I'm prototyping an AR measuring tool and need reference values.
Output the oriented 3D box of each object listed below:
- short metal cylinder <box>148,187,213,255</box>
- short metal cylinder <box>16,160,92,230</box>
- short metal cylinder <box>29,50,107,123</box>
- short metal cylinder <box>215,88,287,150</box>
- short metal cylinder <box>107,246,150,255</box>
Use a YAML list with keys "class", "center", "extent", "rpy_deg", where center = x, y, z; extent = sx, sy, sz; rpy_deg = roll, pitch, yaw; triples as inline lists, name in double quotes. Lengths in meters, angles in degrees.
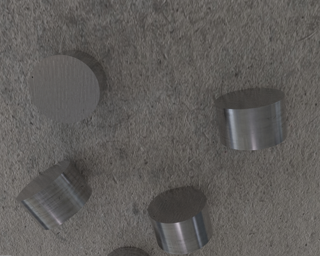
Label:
- class: "short metal cylinder"
  center: [0.028, 0.125, 0.427]
  extent: [0.080, 0.080, 0.050]
  rpy_deg: [-13, 110, 4]
- class: "short metal cylinder"
  center: [-0.139, 0.087, 0.411]
  extent: [0.080, 0.080, 0.050]
  rpy_deg: [-29, 108, 10]
- class: "short metal cylinder"
  center: [-0.109, -0.052, 0.376]
  extent: [0.081, 0.050, 0.079]
  rpy_deg: [0, 110, 0]
- class: "short metal cylinder"
  center: [0.110, -0.013, 0.376]
  extent: [0.080, 0.080, 0.050]
  rpy_deg: [-10, 110, 4]
- class: "short metal cylinder"
  center: [-0.050, 0.234, 0.482]
  extent: [0.081, 0.050, 0.079]
  rpy_deg: [0, 110, 0]
